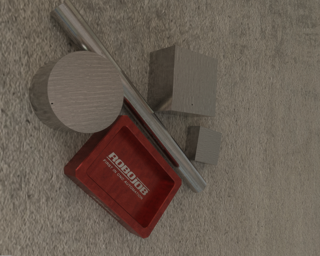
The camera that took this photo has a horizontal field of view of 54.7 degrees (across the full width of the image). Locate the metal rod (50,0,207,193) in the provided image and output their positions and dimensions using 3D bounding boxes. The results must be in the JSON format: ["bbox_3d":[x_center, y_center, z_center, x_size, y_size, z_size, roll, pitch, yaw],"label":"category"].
[{"bbox_3d":[-0.023,-0.020,0.388,0.025,0.025,0.300,-53,121,-27],"label":"metal rod"}]

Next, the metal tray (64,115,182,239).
[{"bbox_3d":[-0.038,0.059,0.373,0.130,0.030,0.090,52,60,-28],"label":"metal tray"}]

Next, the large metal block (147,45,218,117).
[{"bbox_3d":[0.031,-0.058,0.418,0.081,0.050,0.080,6,87,-40],"label":"large metal block"}]

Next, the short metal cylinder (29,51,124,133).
[{"bbox_3d":[-0.085,-0.035,0.320,0.081,0.050,0.079,0,90,-40],"label":"short metal cylinder"}]

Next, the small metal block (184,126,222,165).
[{"bbox_3d":[0.064,0.027,0.463,0.050,0.025,0.050,17,79,-39],"label":"small metal block"}]
